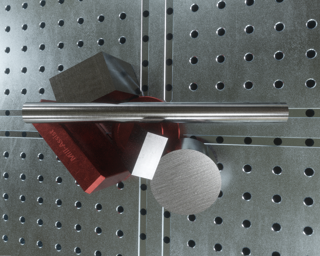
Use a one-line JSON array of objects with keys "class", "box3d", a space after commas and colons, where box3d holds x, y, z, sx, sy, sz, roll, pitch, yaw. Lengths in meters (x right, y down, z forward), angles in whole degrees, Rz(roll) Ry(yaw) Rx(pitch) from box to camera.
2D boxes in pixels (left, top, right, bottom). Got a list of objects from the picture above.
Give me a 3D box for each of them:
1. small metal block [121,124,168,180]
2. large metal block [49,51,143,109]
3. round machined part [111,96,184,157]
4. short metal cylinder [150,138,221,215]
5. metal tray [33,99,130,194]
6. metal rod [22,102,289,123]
[{"class": "small metal block", "box3d": [-0.020, 0.025, 0.359, 0.025, 0.050, 0.050, 19, 96, -24]}, {"class": "large metal block", "box3d": [-0.081, -0.053, 0.409, 0.080, 0.080, 0.050, -22, 83, 18]}, {"class": "round machined part", "box3d": [-0.021, 0.006, 0.413, 0.098, 0.042, 0.097, 0, 90, 19]}, {"class": "short metal cylinder", "box3d": [0.031, 0.057, 0.375, 0.080, 0.050, 0.079, 1, 102, 4]}, {"class": "metal tray", "box3d": [-0.102, 0.021, 0.412, 0.030, 0.090, 0.130, -45, 76, 14]}, {"class": "metal rod", "box3d": [-0.005, -0.018, 0.363, 0.302, 0.025, 0.025, 0, 90, 0]}]
